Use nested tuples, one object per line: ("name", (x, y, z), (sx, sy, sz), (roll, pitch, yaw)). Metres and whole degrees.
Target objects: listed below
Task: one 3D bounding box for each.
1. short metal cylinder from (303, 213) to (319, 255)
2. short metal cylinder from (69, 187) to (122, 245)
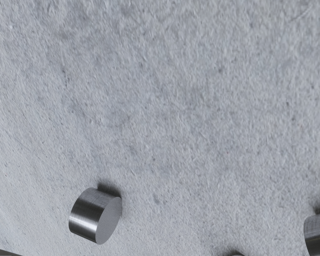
("short metal cylinder", (0.207, 0.131, 0.344), (0.080, 0.080, 0.050), (49, 129, -7))
("short metal cylinder", (-0.105, 0.145, 0.514), (0.050, 0.080, 0.079), (16, 125, 19))
